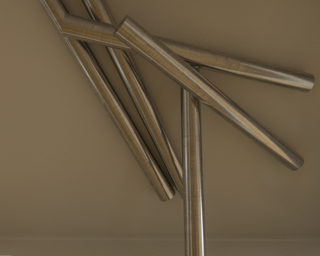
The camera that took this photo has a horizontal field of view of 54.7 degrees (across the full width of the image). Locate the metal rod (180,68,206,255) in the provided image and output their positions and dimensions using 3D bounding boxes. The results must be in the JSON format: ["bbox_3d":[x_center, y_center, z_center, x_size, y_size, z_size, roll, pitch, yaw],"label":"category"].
[{"bbox_3d":[0.040,0.075,0.375,0.025,0.025,0.298,-1,85,0],"label":"metal rod"}]

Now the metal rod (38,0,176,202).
[{"bbox_3d":[-0.058,-0.026,0.400,0.025,0.025,0.299,-26,108,9],"label":"metal rod"}]

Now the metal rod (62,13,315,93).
[{"bbox_3d":[0.042,-0.084,0.364,0.302,0.025,0.025,11,110,-11],"label":"metal rod"}]

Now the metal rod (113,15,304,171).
[{"bbox_3d":[0.075,-0.028,0.373,0.301,0.025,0.025,34,107,-23],"label":"metal rod"}]

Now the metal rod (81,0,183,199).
[{"bbox_3d":[-0.021,-0.033,0.399,0.025,0.025,0.299,-23,109,8],"label":"metal rod"}]
